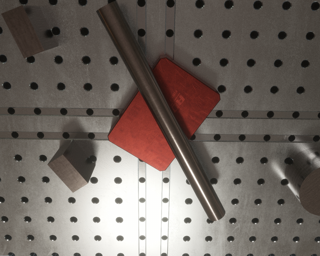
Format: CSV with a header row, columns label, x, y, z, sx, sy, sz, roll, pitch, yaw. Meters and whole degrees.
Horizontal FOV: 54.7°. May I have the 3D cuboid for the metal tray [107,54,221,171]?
label,x,y,z,sx,sy,sz,roll,pitch,yaw
metal tray,0.004,-0.017,0.404,0.090,0.030,0.129,33,107,-12

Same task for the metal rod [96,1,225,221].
label,x,y,z,sx,sy,sz,roll,pitch,yaw
metal rod,0.010,-0.006,0.378,0.025,0.025,0.299,-26,109,9

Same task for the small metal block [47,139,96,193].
label,x,y,z,sx,sy,sz,roll,pitch,yaw
small metal block,-0.117,0.050,0.417,0.025,0.050,0.050,-33,107,11

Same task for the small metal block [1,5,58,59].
label,x,y,z,sx,sy,sz,roll,pitch,yaw
small metal block,-0.147,-0.111,0.357,0.025,0.050,0.050,-19,109,7

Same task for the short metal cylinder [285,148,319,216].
label,x,y,z,sx,sy,sz,roll,pitch,yaw
short metal cylinder,0.223,0.074,0.431,0.081,0.050,0.079,0,110,-1
